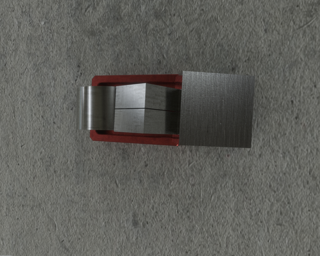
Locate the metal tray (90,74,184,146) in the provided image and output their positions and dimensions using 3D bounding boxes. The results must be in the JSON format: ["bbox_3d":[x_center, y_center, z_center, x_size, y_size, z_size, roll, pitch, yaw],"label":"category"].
[{"bbox_3d":[-0.029,-0.025,0.417,0.130,0.030,0.089,2,91,19],"label":"metal tray"}]

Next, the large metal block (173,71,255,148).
[{"bbox_3d":[0.060,-0.020,0.360,0.081,0.050,0.079,3,91,-6],"label":"large metal block"}]

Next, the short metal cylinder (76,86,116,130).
[{"bbox_3d":[-0.063,-0.023,0.390,0.080,0.080,0.050,1,91,20],"label":"short metal cylinder"}]

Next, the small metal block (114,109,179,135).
[{"bbox_3d":[-0.015,-0.007,0.346,0.050,0.050,0.025,3,90,46],"label":"small metal block"}]

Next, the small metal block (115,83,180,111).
[{"bbox_3d":[-0.014,-0.033,0.346,0.050,0.050,0.025,3,90,46],"label":"small metal block"}]
